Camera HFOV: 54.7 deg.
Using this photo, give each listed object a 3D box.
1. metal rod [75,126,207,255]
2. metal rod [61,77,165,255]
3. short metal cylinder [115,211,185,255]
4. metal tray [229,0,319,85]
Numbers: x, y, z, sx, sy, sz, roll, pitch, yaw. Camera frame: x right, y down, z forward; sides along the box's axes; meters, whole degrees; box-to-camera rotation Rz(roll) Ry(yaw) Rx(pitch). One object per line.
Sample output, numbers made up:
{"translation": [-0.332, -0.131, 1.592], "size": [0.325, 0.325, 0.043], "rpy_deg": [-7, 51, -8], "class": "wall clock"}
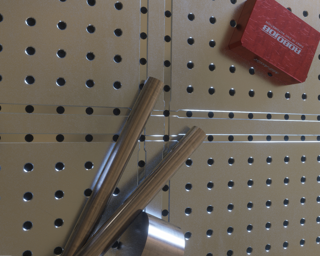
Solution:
{"translation": [-0.042, 0.107, 0.380], "size": [0.301, 0.025, 0.025], "rpy_deg": [-46, 105, -21], "class": "metal rod"}
{"translation": [-0.068, 0.072, 0.388], "size": [0.025, 0.025, 0.299], "rpy_deg": [28, 81, -18], "class": "metal rod"}
{"translation": [-0.014, 0.150, 0.380], "size": [0.050, 0.080, 0.080], "rpy_deg": [29, 81, -18], "class": "short metal cylinder"}
{"translation": [0.180, -0.135, 0.478], "size": [0.131, 0.030, 0.090], "rpy_deg": [25, 82, -19], "class": "metal tray"}
